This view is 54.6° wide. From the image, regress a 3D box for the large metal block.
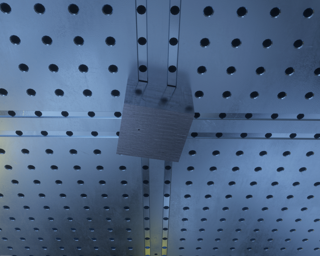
[{"bbox_3d":[-0.008,-0.007,0.389,0.080,0.050,0.079,9,130,-7],"label":"large metal block"}]
